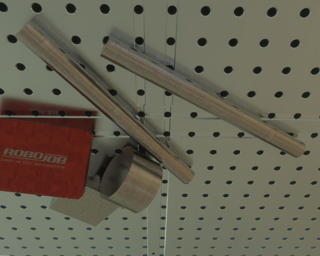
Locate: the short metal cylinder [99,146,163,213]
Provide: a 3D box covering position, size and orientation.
[{"bbox_3d":[-0.041,0.072,0.436,0.050,0.080,0.080,33,122,-24],"label":"short metal cylinder"}]

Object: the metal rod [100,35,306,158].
[{"bbox_3d":[0.069,-0.029,0.387,0.302,0.025,0.025,25,126,-21],"label":"metal rod"}]

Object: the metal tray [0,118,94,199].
[{"bbox_3d":[-0.160,0.039,0.404,0.131,0.030,0.089,8,87,-8],"label":"metal tray"}]

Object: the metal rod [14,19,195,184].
[{"bbox_3d":[-0.050,-0.014,0.398,0.025,0.025,0.300,-31,124,23],"label":"metal rod"}]

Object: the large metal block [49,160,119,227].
[{"bbox_3d":[-0.109,0.099,0.478,0.080,0.050,0.080,32,123,-25],"label":"large metal block"}]
